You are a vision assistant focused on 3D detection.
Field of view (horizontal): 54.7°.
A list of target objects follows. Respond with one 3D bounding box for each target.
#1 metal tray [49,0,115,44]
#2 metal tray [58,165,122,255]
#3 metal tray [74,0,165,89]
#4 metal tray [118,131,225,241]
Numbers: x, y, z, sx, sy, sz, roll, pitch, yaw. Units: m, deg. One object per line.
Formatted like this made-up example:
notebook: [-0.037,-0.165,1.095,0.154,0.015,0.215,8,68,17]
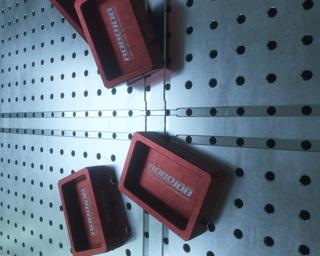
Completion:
metal tray: [-0.116,-0.203,0.467,0.130,0.030,0.090,49,121,2]
metal tray: [-0.116,0.135,0.498,0.090,0.030,0.129,-27,73,36]
metal tray: [-0.056,-0.128,0.423,0.090,0.030,0.129,-16,96,34]
metal tray: [0.008,0.068,0.397,0.130,0.030,0.089,28,107,36]
